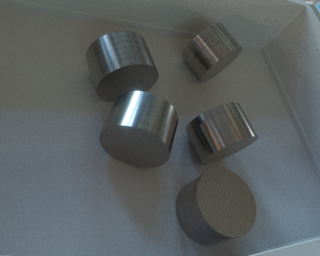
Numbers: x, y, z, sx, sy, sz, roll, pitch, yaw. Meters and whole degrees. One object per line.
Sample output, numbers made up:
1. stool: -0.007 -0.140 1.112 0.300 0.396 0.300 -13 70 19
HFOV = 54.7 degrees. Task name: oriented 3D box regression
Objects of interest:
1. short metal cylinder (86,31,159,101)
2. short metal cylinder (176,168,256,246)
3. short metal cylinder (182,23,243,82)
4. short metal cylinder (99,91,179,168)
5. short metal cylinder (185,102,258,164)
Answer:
1. short metal cylinder: -0.048 -0.076 0.392 0.081 0.080 0.050 -8 66 -32
2. short metal cylinder: 0.066 0.094 0.370 0.081 0.050 0.080 14 56 -21
3. short metal cylinder: 0.082 -0.118 0.489 0.081 0.080 0.050 -29 79 -38
4. short metal cylinder: -0.023 0.003 0.357 0.080 0.080 0.050 26 53 -13
5. short metal cylinder: 0.081 0.008 0.411 0.081 0.080 0.050 -11 68 -33
